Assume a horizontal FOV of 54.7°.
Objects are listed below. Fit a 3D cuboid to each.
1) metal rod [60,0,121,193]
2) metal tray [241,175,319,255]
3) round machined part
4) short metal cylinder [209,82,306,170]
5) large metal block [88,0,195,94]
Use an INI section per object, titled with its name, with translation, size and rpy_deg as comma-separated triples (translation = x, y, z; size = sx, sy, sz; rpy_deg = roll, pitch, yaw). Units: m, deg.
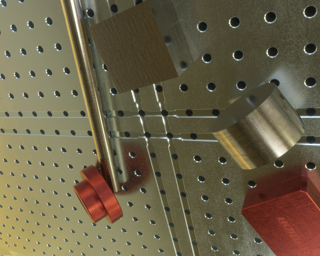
[metal rod]
translation = -0.092, -0.030, 0.438
size = 0.025, 0.025, 0.298
rpy_deg = 8, 122, 24
[metal tray]
translation = 0.179, 0.130, 0.394
size = 0.090, 0.030, 0.130
rpy_deg = -33, 100, 38
[round machined part]
translation = -0.103, 0.111, 0.492
size = 0.098, 0.042, 0.097
rpy_deg = 46, 155, 30
[short metal cylinder]
translation = 0.099, -0.003, 0.321
size = 0.080, 0.080, 0.050
rpy_deg = -34, 100, 38
[large metal block]
translation = -0.019, -0.093, 0.347
size = 0.080, 0.050, 0.080
rpy_deg = -11, 113, 32
